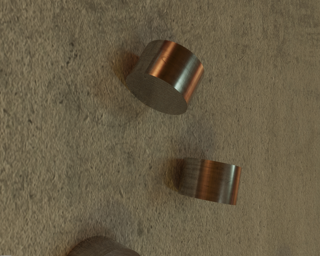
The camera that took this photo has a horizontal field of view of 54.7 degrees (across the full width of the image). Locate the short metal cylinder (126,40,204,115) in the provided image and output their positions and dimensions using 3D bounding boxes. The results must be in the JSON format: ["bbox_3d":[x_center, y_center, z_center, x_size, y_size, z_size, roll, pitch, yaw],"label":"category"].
[{"bbox_3d":[0.006,-0.059,0.374,0.080,0.080,0.050,42,65,-32],"label":"short metal cylinder"}]

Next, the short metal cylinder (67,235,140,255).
[{"bbox_3d":[-0.061,0.165,0.337,0.081,0.050,0.080,0,90,-40],"label":"short metal cylinder"}]

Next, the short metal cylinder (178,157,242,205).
[{"bbox_3d":[0.068,0.073,0.426,0.080,0.080,0.050,18,79,-39],"label":"short metal cylinder"}]
